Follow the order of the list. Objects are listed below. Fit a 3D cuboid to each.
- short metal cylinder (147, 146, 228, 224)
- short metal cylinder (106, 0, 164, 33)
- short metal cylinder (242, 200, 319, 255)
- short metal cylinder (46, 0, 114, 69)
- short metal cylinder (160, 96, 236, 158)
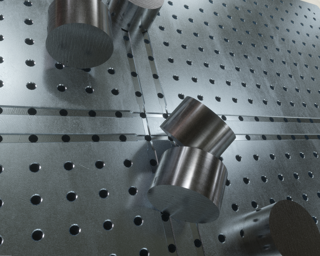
[{"bbox_3d":[0.032,0.065,0.350,0.080,0.080,0.050,30,52,-10],"label":"short metal cylinder"},{"bbox_3d":[-0.040,-0.200,0.492,0.081,0.050,0.080,14,56,-21],"label":"short metal cylinder"},{"bbox_3d":[0.153,0.137,0.390,0.081,0.050,0.080,13,56,-21],"label":"short metal cylinder"},{"bbox_3d":[-0.101,-0.120,0.392,0.081,0.080,0.050,6,59,-25],"label":"short metal cylinder"},{"bbox_3d":[0.046,0.006,0.385,0.080,0.080,0.050,41,87,0],"label":"short metal cylinder"}]
